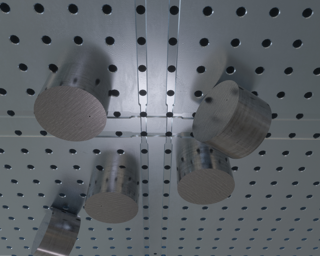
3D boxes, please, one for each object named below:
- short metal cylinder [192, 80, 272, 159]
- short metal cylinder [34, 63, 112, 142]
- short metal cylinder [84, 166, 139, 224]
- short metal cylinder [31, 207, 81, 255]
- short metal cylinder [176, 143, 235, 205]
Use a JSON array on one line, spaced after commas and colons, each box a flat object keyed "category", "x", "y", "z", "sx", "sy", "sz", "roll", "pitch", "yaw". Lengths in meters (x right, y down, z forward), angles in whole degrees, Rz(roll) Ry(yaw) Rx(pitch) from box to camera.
[{"category": "short metal cylinder", "x": 0.083, "y": -0.010, "z": 0.368, "sx": 0.050, "sy": 0.080, "sz": 0.080, "roll": 28, "pitch": 125, "yaw": -22}, {"category": "short metal cylinder", "x": -0.101, "y": -0.030, "z": 0.369, "sx": 0.081, "sy": 0.050, "sz": 0.079, "roll": 0, "pitch": 130, "yaw": 0}, {"category": "short metal cylinder", "x": -0.073, "y": 0.105, "z": 0.484, "sx": 0.081, "sy": 0.050, "sz": 0.079, "roll": 0, "pitch": 130, "yaw": 0}, {"category": "short metal cylinder", "x": -0.177, "y": 0.181, "z": 0.528, "sx": 0.050, "sy": 0.080, "sz": 0.080, "roll": 27, "pitch": 125, "yaw": -21}, {"category": "short metal cylinder", "x": 0.065, "y": 0.068, "z": 0.453, "sx": 0.081, "sy": 0.050, "sz": 0.079, "roll": 0, "pitch": 130, "yaw": 0}]
